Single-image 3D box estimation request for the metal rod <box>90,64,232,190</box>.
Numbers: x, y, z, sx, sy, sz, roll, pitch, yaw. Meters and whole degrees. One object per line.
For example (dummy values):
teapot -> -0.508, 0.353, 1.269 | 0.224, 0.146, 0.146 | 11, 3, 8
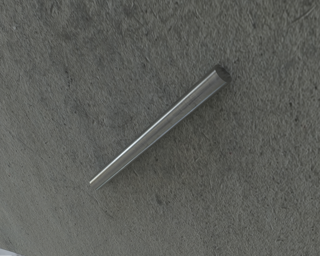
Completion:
metal rod -> -0.019, 0.017, 0.430 | 0.025, 0.025, 0.299 | 46, 129, -4
